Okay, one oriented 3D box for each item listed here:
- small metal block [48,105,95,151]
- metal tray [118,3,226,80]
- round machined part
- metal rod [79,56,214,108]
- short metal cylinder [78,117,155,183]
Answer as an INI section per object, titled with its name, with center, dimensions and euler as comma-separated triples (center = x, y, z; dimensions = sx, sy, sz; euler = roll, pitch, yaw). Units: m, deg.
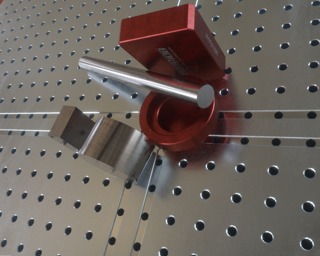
[small metal block]
center = -0.128, 0.002, 0.456
dimensions = 0.025, 0.050, 0.050
euler = 8, 66, 31
[metal tray]
center = 0.021, -0.095, 0.385
dimensions = 0.090, 0.130, 0.030
euler = -3, 75, 26
[round machined part]
center = 0.027, -0.015, 0.391
dimensions = 0.098, 0.042, 0.098
euler = -13, 57, 20
[metal rod]
center = -0.042, -0.074, 0.433
dimensions = 0.300, 0.025, 0.025
euler = 25, 75, 49
[short metal cylinder]
center = -0.053, 0.028, 0.382
dimensions = 0.080, 0.080, 0.050
euler = 14, 69, 33
